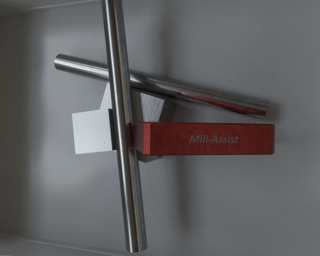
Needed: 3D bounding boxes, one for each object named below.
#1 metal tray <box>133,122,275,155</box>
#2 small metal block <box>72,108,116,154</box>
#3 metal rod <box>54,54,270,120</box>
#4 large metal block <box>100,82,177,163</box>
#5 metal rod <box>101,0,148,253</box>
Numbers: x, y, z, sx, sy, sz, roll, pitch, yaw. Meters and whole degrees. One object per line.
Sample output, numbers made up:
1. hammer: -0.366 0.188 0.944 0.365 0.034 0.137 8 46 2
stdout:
1. metal tray: 0.041 0.009 0.331 0.131 0.090 0.030 1 91 -12
2. small metal block: -0.078 0.004 0.382 0.050 0.025 0.050 -7 87 19
3. metal rod: -0.011 -0.060 0.413 0.301 0.025 0.025 16 95 18
4. large metal block: -0.034 -0.008 0.407 0.080 0.050 0.080 19 96 18
5. metal rod: -0.043 -0.006 0.370 0.025 0.025 0.298 -7 88 19
